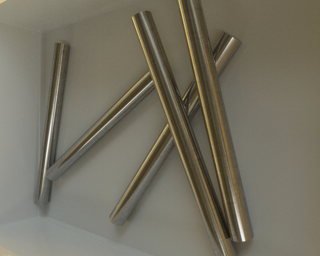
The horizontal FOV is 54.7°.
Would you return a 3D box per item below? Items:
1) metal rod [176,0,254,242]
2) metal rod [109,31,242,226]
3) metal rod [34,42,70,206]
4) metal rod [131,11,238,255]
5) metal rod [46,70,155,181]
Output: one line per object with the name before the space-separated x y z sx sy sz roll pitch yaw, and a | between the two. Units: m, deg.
metal rod | 0.055 -0.028 0.333 0.025 0.025 0.298 -13 90 39
metal rod | 0.008 0.017 0.398 0.025 0.025 0.298 45 117 30
metal rod | -0.199 -0.003 0.566 0.025 0.025 0.298 17 101 38
metal rod | 0.027 0.009 0.354 0.025 0.025 0.299 -23 85 37
metal rod | -0.098 0.005 0.484 0.299 0.025 0.025 -39 67 32
